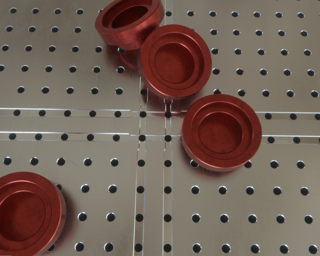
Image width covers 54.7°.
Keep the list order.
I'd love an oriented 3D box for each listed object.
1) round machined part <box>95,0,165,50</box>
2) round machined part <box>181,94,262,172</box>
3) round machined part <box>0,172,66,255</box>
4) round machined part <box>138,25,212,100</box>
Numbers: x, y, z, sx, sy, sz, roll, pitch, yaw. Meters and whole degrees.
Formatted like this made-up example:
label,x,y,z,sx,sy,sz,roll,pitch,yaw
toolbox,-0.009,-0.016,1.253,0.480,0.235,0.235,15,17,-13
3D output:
label,x,y,z,sx,sy,sz,roll,pitch,yaw
round machined part,-0.039,-0.149,0.443,0.098,0.042,0.098,-13,49,15
round machined part,0.076,0.009,0.400,0.099,0.042,0.098,0,70,-1
round machined part,-0.159,0.103,0.363,0.099,0.042,0.098,0,70,-1
round machined part,0.017,-0.086,0.423,0.099,0.042,0.097,1,86,-16
